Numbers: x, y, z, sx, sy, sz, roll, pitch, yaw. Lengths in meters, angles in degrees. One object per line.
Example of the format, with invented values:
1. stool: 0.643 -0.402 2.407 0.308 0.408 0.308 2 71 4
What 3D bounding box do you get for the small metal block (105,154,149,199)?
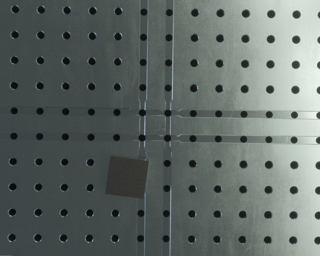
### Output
1. small metal block: -0.043 0.064 0.413 0.050 0.025 0.050 8 90 -1
